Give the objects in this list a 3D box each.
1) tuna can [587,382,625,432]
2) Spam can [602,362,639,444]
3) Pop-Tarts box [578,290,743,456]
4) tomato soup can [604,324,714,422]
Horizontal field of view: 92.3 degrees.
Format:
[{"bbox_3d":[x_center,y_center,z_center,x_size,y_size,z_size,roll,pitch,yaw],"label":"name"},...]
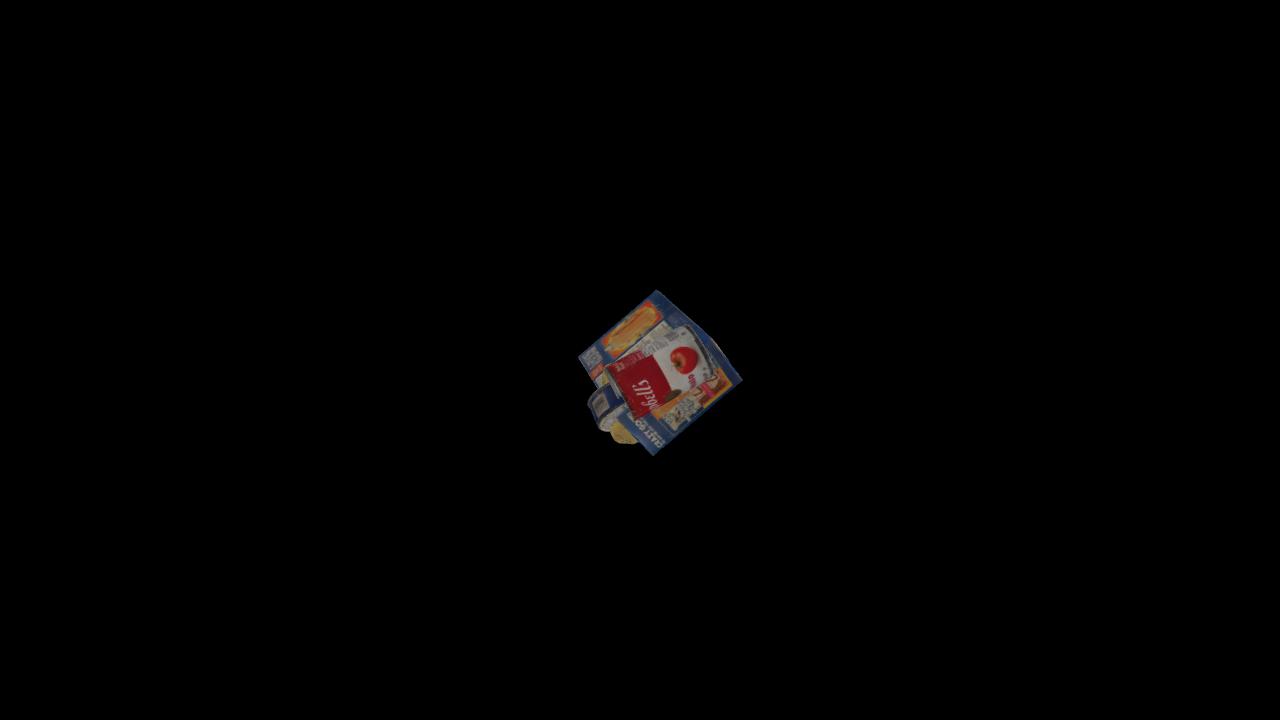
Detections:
[{"bbox_3d":[-0.017,0.051,0.724,0.084,0.034,0.084,-21,-25,-10],"label":"tuna can"},{"bbox_3d":[0.005,0.044,0.742,0.085,0.101,0.058,-11,4,-44],"label":"Spam can"},{"bbox_3d":[0.019,0.010,0.764,0.083,0.141,0.167,49,1,-33],"label":"Pop-Tarts box"},{"bbox_3d":[0.021,0.013,0.660,0.101,0.068,0.068,-29,5,-8],"label":"tomato soup can"}]
